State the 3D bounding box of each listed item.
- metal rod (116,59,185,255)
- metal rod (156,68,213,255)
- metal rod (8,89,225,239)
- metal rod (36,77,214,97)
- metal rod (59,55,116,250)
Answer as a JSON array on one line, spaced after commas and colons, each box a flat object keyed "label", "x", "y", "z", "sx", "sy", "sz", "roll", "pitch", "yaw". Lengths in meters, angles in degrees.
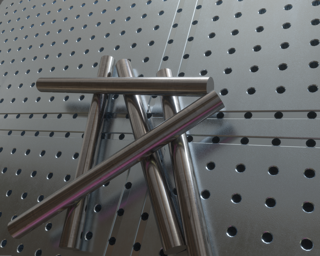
[{"label": "metal rod", "x": -0.021, "y": 0.012, "z": 0.410, "sx": 0.025, "sy": 0.025, "sz": 0.299, "roll": -27, "pitch": 52, "yaw": 11}, {"label": "metal rod", "x": 0.027, "y": 0.044, "z": 0.366, "sx": 0.025, "sy": 0.025, "sz": 0.299, "roll": -20, "pitch": 54, "yaw": 16}, {"label": "metal rod", "x": -0.057, "y": 0.047, "z": 0.375, "sx": 0.300, "sy": 0.025, "sz": 0.025, "roll": -33, "pitch": 52, "yaw": 6}, {"label": "metal rod", "x": -0.069, "y": -0.061, "z": 0.448, "sx": 0.300, "sy": 0.025, "sz": 0.025, "roll": 5, "pitch": 64, "yaw": 30}, {"label": "metal rod", "x": -0.098, "y": 0.016, "z": 0.447, "sx": 0.025, "sy": 0.025, "sz": 0.299, "roll": -9, "pitch": 58, "yaw": 23}]
